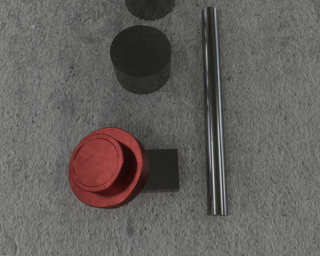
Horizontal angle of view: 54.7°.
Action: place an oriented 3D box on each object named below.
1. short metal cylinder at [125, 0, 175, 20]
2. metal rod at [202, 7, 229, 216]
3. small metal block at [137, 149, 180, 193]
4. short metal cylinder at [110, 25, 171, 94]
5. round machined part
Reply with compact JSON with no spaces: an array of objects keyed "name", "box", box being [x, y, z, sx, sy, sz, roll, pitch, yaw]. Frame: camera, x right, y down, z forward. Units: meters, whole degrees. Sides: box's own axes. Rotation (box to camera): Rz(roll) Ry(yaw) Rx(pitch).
[{"name":"short metal cylinder","box":[-0.016,-0.214,0.473,0.081,0.050,0.080,0,70,0]},{"name":"metal rod","box":[0.072,-0.036,0.421,0.025,0.025,0.299,1,70,0]},{"name":"small metal block","box":[-0.003,0.054,0.388,0.050,0.025,0.050,-2,70,-1]},{"name":"short metal cylinder","box":[-0.025,-0.093,0.429,0.081,0.050,0.080,0,70,0]},{"name":"round machined part","box":[-0.067,0.045,0.368,0.098,0.042,0.098,-6,70,16]}]
